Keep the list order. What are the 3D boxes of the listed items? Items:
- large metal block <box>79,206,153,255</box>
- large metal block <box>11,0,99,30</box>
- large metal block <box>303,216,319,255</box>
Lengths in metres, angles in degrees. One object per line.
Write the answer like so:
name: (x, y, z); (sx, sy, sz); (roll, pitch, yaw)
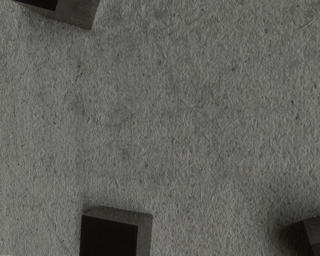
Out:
large metal block: (-0.059, 0.156, 0.416); (0.080, 0.050, 0.079); (5, 92, 20)
large metal block: (-0.144, -0.181, 0.431); (0.080, 0.080, 0.050); (20, 97, 19)
large metal block: (0.189, 0.137, 0.313); (0.050, 0.080, 0.080); (-22, 83, 19)
